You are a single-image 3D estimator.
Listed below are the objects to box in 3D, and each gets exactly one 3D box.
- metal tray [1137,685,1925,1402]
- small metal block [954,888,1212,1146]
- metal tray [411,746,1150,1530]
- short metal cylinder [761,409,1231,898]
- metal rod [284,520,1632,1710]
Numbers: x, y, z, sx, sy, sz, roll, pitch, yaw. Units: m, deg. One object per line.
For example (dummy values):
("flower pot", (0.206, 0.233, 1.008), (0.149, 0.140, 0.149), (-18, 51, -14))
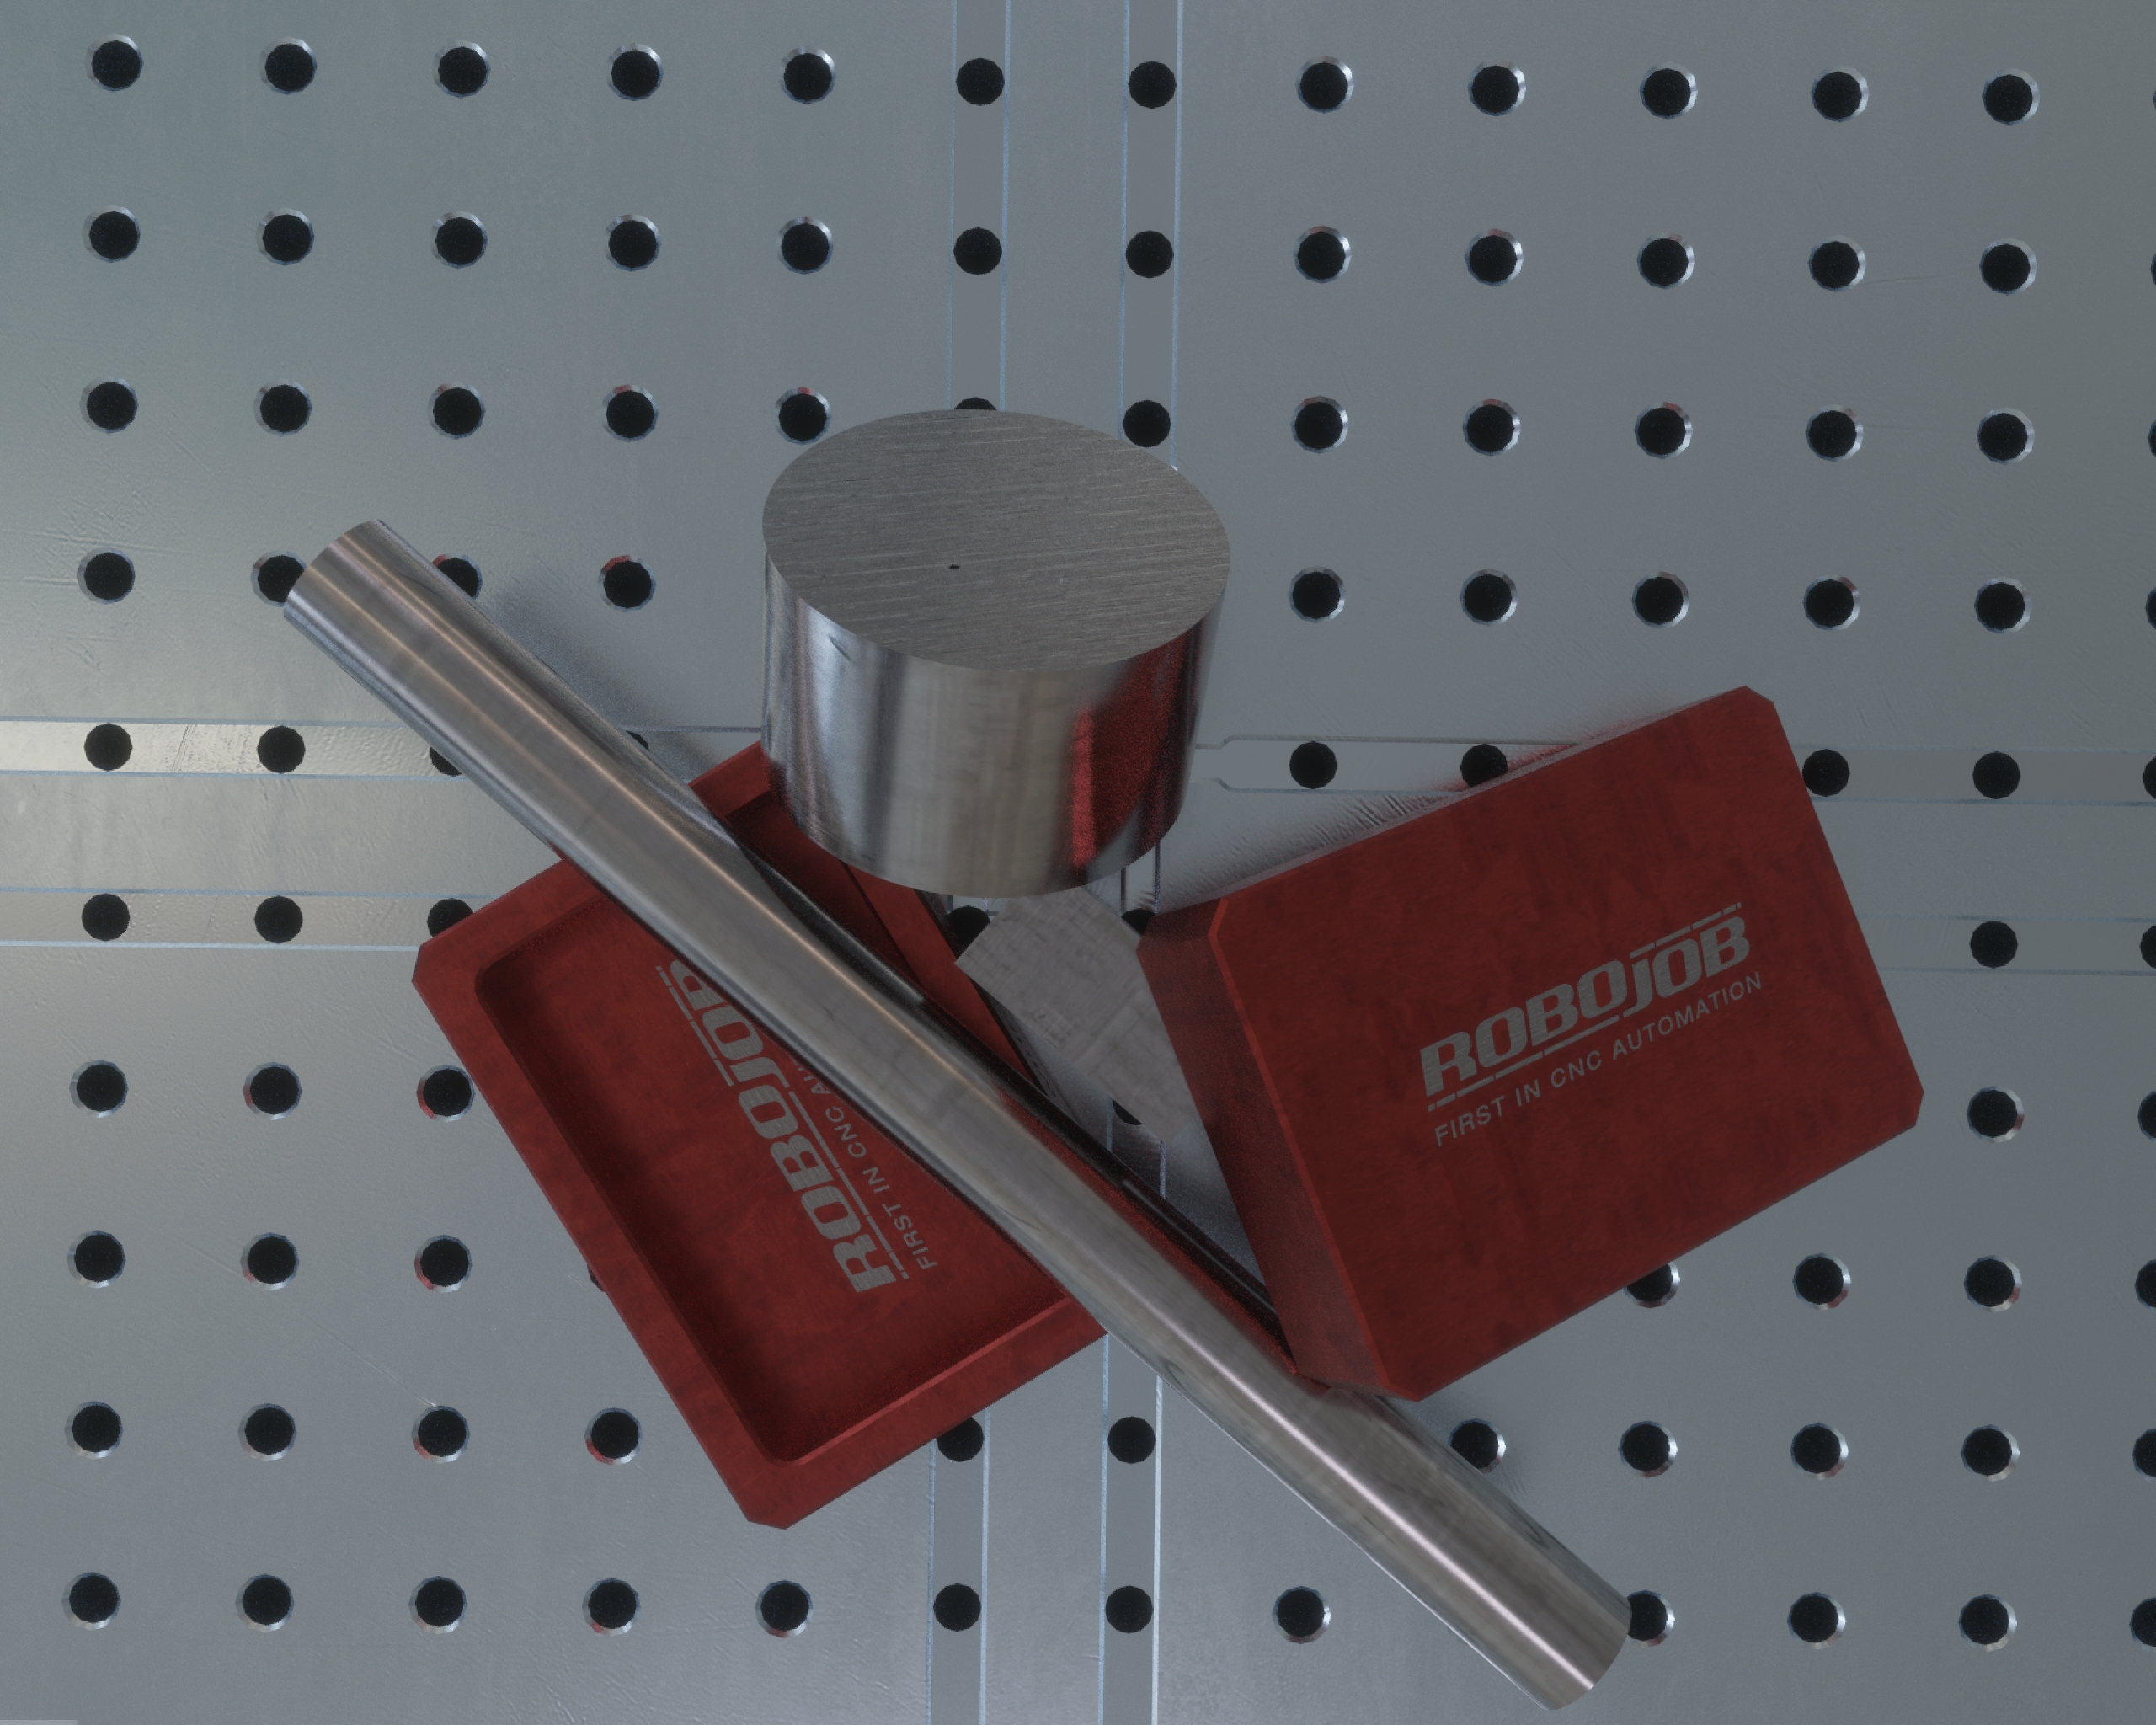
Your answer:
("metal tray", (0.086, 0.030, 0.382), (0.131, 0.030, 0.090), (-21, 90, -25))
("small metal block", (0.005, 0.025, 0.396), (0.050, 0.050, 0.025), (41, 90, 0))
("metal tray", (-0.055, 0.050, 0.406), (0.090, 0.030, 0.130), (-32, 90, 0))
("short metal cylinder", (-0.016, -0.039, 0.376), (0.080, 0.080, 0.050), (8, 132, 0))
("metal rod", (-0.021, 0.046, 0.379), (0.300, 0.025, 0.025), (41, 90, -1))
